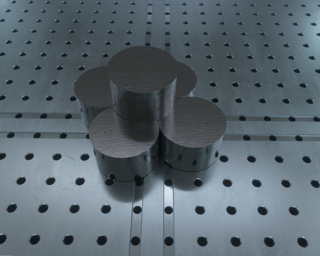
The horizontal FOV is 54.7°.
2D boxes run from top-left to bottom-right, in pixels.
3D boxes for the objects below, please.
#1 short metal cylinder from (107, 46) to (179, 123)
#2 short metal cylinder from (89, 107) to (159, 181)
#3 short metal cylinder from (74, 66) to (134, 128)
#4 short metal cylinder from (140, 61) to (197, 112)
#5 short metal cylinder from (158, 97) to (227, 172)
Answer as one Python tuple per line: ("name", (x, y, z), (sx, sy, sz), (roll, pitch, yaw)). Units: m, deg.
("short metal cylinder", (-0.020, -0.053, 0.368), (0.081, 0.050, 0.080), (1, 51, -1))
("short metal cylinder", (-0.041, 0.017, 0.375), (0.081, 0.050, 0.080), (0, 50, 0))
("short metal cylinder", (-0.071, -0.040, 0.423), (0.081, 0.050, 0.080), (0, 50, 0))
("short metal cylinder", (0.009, -0.051, 0.433), (0.081, 0.050, 0.080), (0, 50, 0))
("short metal cylinder", (0.038, 0.007, 0.385), (0.081, 0.050, 0.080), (0, 50, 0))
